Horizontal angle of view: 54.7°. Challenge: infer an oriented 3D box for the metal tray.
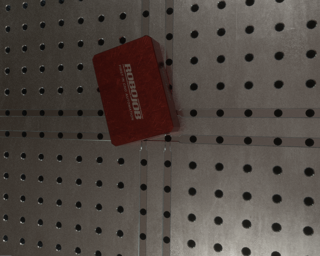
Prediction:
[{"bbox_3d":[-0.033,-0.048,0.421,0.090,0.030,0.129,-15,85,19],"label":"metal tray"}]
